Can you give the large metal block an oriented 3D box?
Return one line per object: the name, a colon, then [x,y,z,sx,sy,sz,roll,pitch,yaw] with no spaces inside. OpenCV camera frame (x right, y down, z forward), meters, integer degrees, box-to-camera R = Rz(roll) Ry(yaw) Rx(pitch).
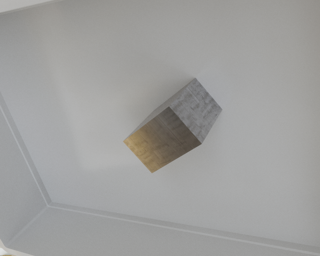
large metal block: [0.016,-0.003,0.361,0.050,0.080,0.080,49,128,-7]
